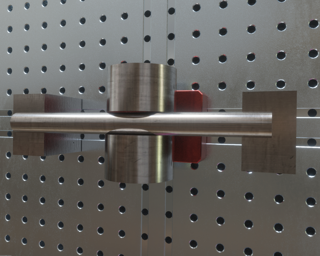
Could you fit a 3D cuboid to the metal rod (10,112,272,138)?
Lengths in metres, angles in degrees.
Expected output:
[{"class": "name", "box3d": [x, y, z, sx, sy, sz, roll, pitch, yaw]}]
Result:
[{"class": "metal rod", "box3d": [-0.037, -0.005, 0.340, 0.301, 0.025, 0.025, 1, 90, 19]}]

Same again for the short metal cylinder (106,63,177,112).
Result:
[{"class": "short metal cylinder", "box3d": [-0.021, -0.043, 0.359, 0.080, 0.080, 0.050, 1, 91, 20]}]

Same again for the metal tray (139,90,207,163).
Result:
[{"class": "metal tray", "box3d": [-0.005, -0.003, 0.412, 0.130, 0.030, 0.089, 2, 91, 19]}]

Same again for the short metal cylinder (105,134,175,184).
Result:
[{"class": "short metal cylinder", "box3d": [-0.023, 0.032, 0.360, 0.080, 0.080, 0.050, 1, 91, 20]}]

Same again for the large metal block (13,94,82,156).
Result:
[{"class": "large metal block", "box3d": [-0.156, -0.004, 0.437, 0.050, 0.080, 0.080, 1, 90, 20]}]

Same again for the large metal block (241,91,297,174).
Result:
[{"class": "large metal block", "box3d": [0.120, 0.004, 0.340, 0.050, 0.080, 0.080, 1, 90, 20]}]
